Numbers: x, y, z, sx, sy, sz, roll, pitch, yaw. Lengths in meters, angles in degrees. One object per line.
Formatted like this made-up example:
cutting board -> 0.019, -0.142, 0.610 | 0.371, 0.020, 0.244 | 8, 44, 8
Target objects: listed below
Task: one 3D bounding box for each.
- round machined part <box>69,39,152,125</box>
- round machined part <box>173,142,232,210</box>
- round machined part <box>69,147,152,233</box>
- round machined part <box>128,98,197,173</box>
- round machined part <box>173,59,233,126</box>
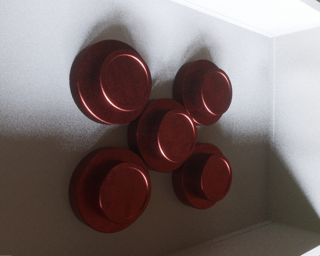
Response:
round machined part -> -0.048, -0.052, 0.355 | 0.099, 0.042, 0.097 | 0, 90, -40
round machined part -> 0.069, 0.071, 0.454 | 0.099, 0.042, 0.097 | 0, 90, -40
round machined part -> -0.049, 0.071, 0.355 | 0.099, 0.042, 0.097 | 0, 90, -40
round machined part -> 0.011, 0.010, 0.404 | 0.099, 0.042, 0.097 | 0, 90, -40
round machined part -> 0.069, -0.052, 0.454 | 0.099, 0.042, 0.097 | 0, 90, -40
